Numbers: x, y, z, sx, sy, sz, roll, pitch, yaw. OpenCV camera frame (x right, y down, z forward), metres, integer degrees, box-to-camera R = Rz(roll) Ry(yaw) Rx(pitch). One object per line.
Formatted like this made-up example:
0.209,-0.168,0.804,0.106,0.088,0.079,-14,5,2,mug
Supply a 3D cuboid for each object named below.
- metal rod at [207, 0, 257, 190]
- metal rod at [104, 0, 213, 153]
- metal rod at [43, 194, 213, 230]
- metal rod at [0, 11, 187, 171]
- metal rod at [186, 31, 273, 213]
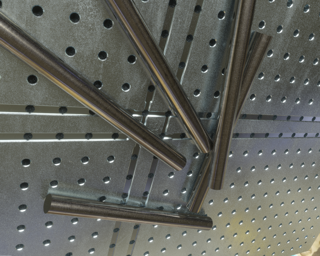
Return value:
0.095,-0.047,0.418,0.025,0.025,0.298,-8,117,-25,metal rod
0.003,-0.066,0.373,0.025,0.025,0.300,-38,130,-3,metal rod
-0.027,0.136,0.481,0.302,0.025,0.025,19,108,-36,metal rod
-0.061,-0.021,0.365,0.025,0.025,0.301,-47,130,4,metal rod
0.097,0.006,0.470,0.025,0.025,0.298,3,117,-30,metal rod
